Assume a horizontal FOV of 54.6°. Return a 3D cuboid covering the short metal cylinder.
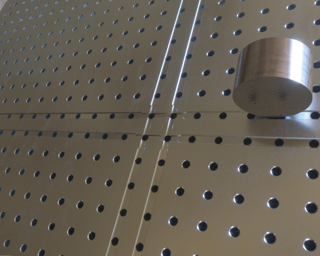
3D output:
[{"bbox_3d":[0.124,-0.053,0.341,0.080,0.080,0.050,0,62,28],"label":"short metal cylinder"}]
